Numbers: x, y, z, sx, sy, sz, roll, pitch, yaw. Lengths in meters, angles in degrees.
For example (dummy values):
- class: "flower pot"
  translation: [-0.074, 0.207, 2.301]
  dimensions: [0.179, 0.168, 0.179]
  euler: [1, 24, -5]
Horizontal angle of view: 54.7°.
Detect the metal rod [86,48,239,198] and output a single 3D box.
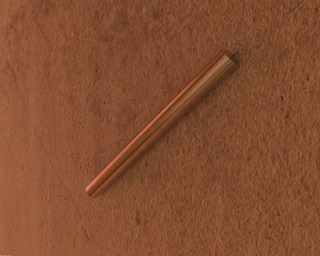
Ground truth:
- class: "metal rod"
  translation: [-0.014, 0.011, 0.417]
  dimensions: [0.299, 0.025, 0.025]
  euler: [-44, 64, 30]
